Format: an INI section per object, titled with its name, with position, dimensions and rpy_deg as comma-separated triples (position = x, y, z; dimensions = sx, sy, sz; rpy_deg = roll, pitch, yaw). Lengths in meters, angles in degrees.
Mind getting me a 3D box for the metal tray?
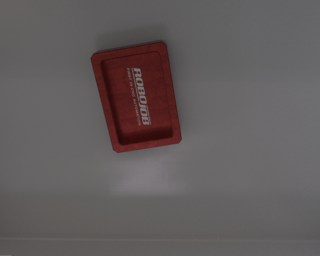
[metal tray]
position = -0.027, -0.038, 0.394
dimensions = 0.090, 0.030, 0.129
rpy_deg = -9, 110, 3
